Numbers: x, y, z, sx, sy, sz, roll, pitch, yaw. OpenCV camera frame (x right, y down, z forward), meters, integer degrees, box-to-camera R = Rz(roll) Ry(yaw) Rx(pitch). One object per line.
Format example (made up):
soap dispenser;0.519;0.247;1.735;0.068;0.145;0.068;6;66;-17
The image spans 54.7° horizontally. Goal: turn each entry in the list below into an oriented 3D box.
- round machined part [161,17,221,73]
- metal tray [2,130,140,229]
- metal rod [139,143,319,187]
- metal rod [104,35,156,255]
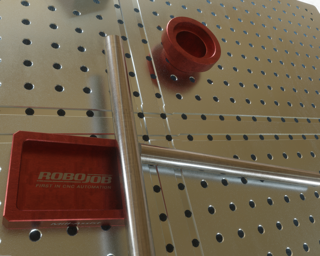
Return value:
round machined part;0.046;-0.129;0.503;0.099;0.042;0.098;14;56;-21
metal tray;-0.087;0.054;0.325;0.131;0.030;0.090;7;59;-25
metal rod;0.110;0.056;0.435;0.302;0.025;0.025;11;57;-23
metal rod;-0.036;0.018;0.339;0.025;0.025;0.299;4;60;-27
